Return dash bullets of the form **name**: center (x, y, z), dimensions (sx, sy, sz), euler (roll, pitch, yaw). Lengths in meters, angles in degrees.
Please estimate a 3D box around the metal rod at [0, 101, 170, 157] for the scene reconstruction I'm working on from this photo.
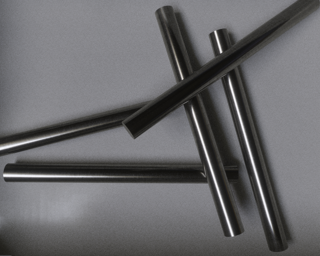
- **metal rod**: center (-0.137, 0.007, 0.409), dimensions (0.302, 0.025, 0.025), euler (-14, 90, -1)

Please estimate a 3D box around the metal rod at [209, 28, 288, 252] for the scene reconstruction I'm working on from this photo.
- **metal rod**: center (0.118, 0.016, 0.412), dimensions (0.025, 0.025, 0.298), euler (-16, 90, 0)

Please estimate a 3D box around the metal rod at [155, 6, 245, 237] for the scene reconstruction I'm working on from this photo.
- **metal rod**: center (0.048, -0.014, 0.395), dimensions (0.025, 0.025, 0.299), euler (-17, 84, 0)

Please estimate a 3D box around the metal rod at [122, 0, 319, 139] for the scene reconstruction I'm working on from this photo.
- **metal rod**: center (0.083, -0.083, 0.384), dimensions (0.301, 0.025, 0.025), euler (-36, 90, -12)

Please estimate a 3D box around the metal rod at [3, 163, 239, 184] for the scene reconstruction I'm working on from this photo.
- **metal rod**: center (-0.050, 0.060, 0.410), dimensions (0.302, 0.025, 0.025), euler (1, 90, -1)
